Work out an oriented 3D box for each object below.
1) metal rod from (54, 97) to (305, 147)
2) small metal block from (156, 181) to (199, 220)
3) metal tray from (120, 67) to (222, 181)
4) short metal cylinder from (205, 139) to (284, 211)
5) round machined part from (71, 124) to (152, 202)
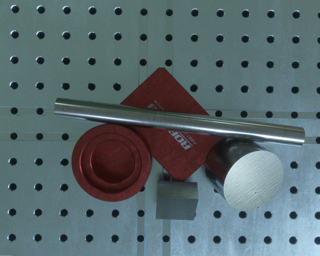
[{"bbox_3d":[0.024,-0.007,0.382,0.302,0.025,0.025,7,90,-1],"label":"metal rod"},{"bbox_3d":[0.021,0.094,0.400,0.050,0.025,0.050,3,133,-1],"label":"small metal block"},{"bbox_3d":[0.014,-0.004,0.412,0.090,0.030,0.130,-43,91,0],"label":"metal tray"},{"bbox_3d":[0.104,0.056,0.387,0.081,0.050,0.079,-6,110,-16],"label":"short metal cylinder"},{"bbox_3d":[-0.059,0.041,0.399,0.099,0.042,0.097,0,96,4],"label":"round machined part"}]
